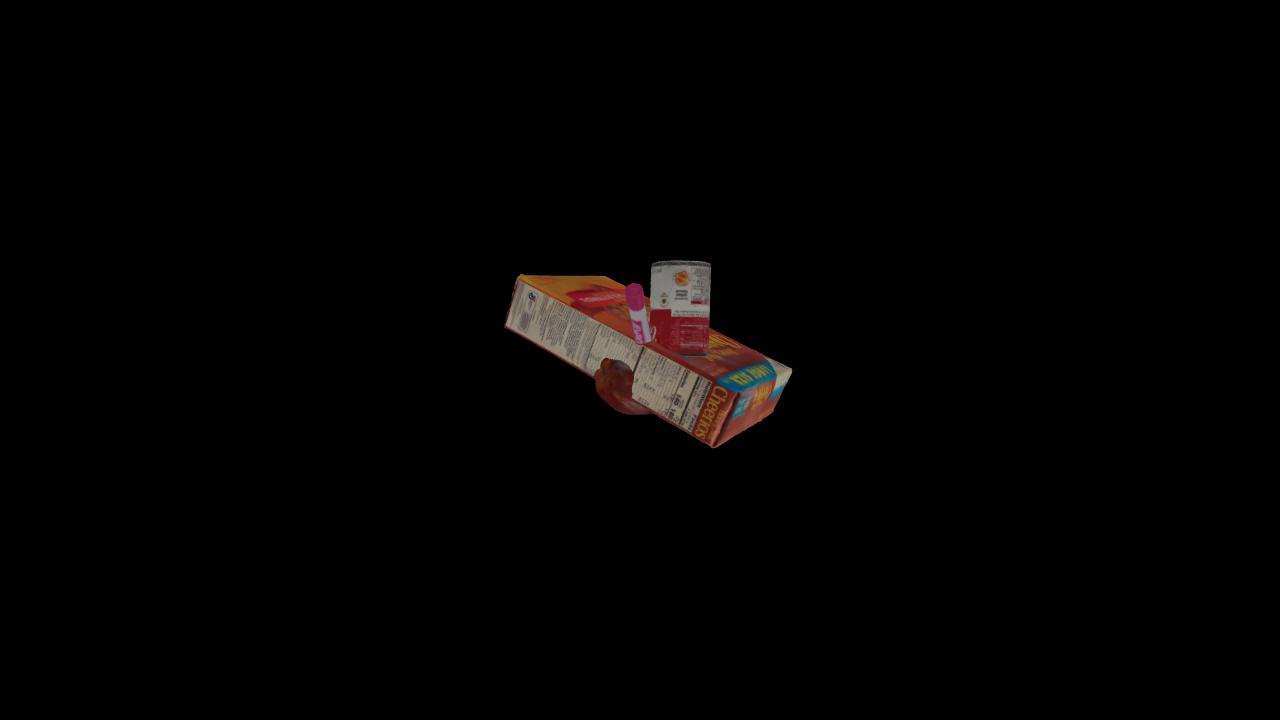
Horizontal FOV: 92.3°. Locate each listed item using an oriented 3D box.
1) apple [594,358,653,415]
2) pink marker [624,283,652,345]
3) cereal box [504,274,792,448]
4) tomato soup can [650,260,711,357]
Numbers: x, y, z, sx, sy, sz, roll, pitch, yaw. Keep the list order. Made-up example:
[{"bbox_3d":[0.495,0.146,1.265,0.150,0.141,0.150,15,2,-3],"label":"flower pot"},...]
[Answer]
[{"bbox_3d":[-0.006,0.024,0.698,0.093,0.079,0.079,13,-8,-36],"label":"apple"},{"bbox_3d":[0.001,-0.035,0.639,0.020,0.020,0.121,0,-37,9],"label":"pink marker"},{"bbox_3d":[0.015,-0.015,0.756,0.306,0.081,0.203,28,19,24],"label":"cereal box"},{"bbox_3d":[0.044,-0.055,0.672,0.068,0.101,0.068,2,3,0],"label":"tomato soup can"}]
